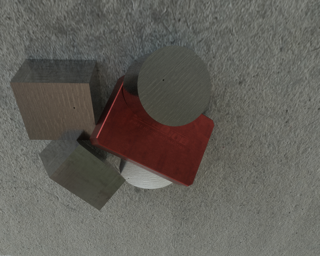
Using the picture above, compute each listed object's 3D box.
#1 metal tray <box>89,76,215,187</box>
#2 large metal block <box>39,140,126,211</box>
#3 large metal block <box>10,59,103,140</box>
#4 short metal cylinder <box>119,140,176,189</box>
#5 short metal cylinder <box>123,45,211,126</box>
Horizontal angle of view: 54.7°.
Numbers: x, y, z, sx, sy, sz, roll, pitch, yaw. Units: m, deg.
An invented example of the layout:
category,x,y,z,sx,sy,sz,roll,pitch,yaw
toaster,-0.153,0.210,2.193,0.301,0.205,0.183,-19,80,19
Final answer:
category,x,y,z,sx,sy,sz,roll,pitch,yaw
metal tray,-0.005,0.004,0.371,0.131,0.090,0.030,29,164,-22
large metal block,-0.103,0.051,0.406,0.050,0.080,0.080,-50,122,-7
large metal block,-0.114,-0.032,0.361,0.081,0.050,0.079,1,130,-1
short metal cylinder,-0.013,0.039,0.426,0.081,0.050,0.079,0,130,0
short metal cylinder,0.006,-0.043,0.330,0.081,0.050,0.079,-2,95,-23
